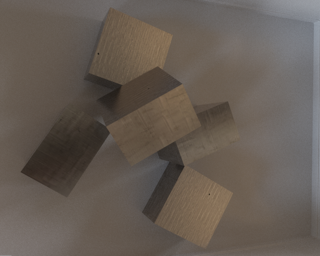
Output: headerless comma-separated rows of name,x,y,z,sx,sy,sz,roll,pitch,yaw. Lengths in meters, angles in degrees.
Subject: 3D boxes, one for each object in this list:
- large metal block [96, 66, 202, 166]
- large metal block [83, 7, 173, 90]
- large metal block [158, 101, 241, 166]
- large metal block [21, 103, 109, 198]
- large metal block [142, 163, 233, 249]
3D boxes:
large metal block,-0.015,-0.017,0.330,0.080,0.080,0.050,-30,118,-4
large metal block,-0.040,-0.087,0.383,0.081,0.050,0.080,18,84,-20
large metal block,0.041,0.005,0.397,0.081,0.080,0.050,-22,98,-19
large metal block,-0.104,0.022,0.343,0.050,0.080,0.080,35,79,-17
large metal block,0.036,0.100,0.412,0.080,0.050,0.080,32,79,-18
